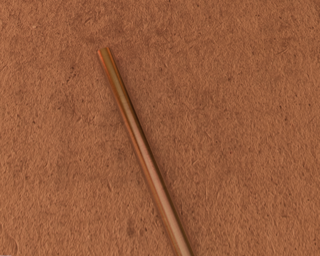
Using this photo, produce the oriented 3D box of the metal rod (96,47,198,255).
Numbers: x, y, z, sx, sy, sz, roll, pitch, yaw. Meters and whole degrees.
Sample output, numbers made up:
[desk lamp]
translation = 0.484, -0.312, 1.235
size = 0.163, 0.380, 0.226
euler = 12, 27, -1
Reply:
[metal rod]
translation = -0.024, 0.022, 0.399
size = 0.025, 0.025, 0.299
euler = -21, 71, -7
